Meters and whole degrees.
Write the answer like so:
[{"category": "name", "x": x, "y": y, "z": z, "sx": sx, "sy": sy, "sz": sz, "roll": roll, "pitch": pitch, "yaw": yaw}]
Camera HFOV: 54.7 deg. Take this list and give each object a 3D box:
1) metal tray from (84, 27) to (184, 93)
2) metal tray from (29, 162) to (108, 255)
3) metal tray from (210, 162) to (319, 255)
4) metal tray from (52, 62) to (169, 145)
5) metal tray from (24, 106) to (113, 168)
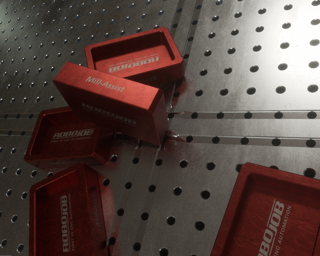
[{"category": "metal tray", "x": -0.039, "y": -0.098, "z": 0.457, "sx": 0.131, "sy": 0.030, "sz": 0.090, "roll": -15, "pitch": 53, "yaw": -5}, {"category": "metal tray", "x": -0.120, "y": 0.118, "z": 0.393, "sx": 0.090, "sy": 0.030, "sz": 0.130, "roll": -26, "pitch": 53, "yaw": 11}, {"category": "metal tray", "x": 0.103, "y": 0.104, "z": 0.286, "sx": 0.090, "sy": 0.030, "sz": 0.130, "roll": 12, "pitch": 68, "yaw": 32}, {"category": "metal tray", "x": -0.057, "y": -0.029, "z": 0.388, "sx": 0.130, "sy": 0.090, "sz": 0.030, "roll": 18, "pitch": 65, "yaw": 15}, {"category": "metal tray", "x": -0.134, "y": 0.011, "z": 0.466, "sx": 0.130, "sy": 0.030, "sz": 0.090, "roll": -7, "pitch": 59, "yaw": 24}]
